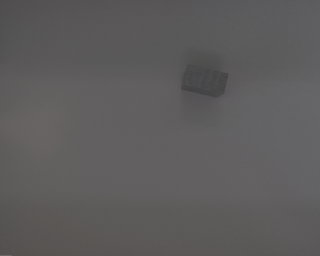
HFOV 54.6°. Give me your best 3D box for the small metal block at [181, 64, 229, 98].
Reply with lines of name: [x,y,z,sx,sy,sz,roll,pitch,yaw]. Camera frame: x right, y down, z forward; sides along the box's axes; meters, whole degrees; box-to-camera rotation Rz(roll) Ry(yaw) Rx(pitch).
small metal block: [0.056,-0.059,0.399,0.050,0.050,0.025,13,90,0]
